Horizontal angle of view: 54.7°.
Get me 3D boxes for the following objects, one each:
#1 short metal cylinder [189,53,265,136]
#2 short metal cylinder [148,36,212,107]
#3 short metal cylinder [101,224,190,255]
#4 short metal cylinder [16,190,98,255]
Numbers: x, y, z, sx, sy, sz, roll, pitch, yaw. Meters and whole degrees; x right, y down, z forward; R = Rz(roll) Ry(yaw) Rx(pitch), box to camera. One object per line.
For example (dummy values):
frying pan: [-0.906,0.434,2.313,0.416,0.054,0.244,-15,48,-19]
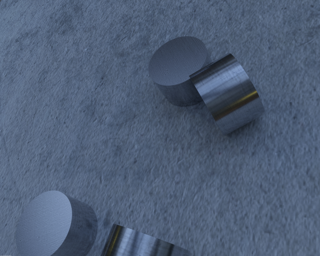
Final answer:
short metal cylinder: [0.075,-0.037,0.352,0.050,0.080,0.080,-30,52,9]
short metal cylinder: [0.032,-0.076,0.417,0.080,0.050,0.080,-13,56,20]
short metal cylinder: [-0.017,0.130,0.296,0.080,0.080,0.050,7,65,31]
short metal cylinder: [-0.124,0.122,0.376,0.080,0.050,0.080,-13,56,20]
